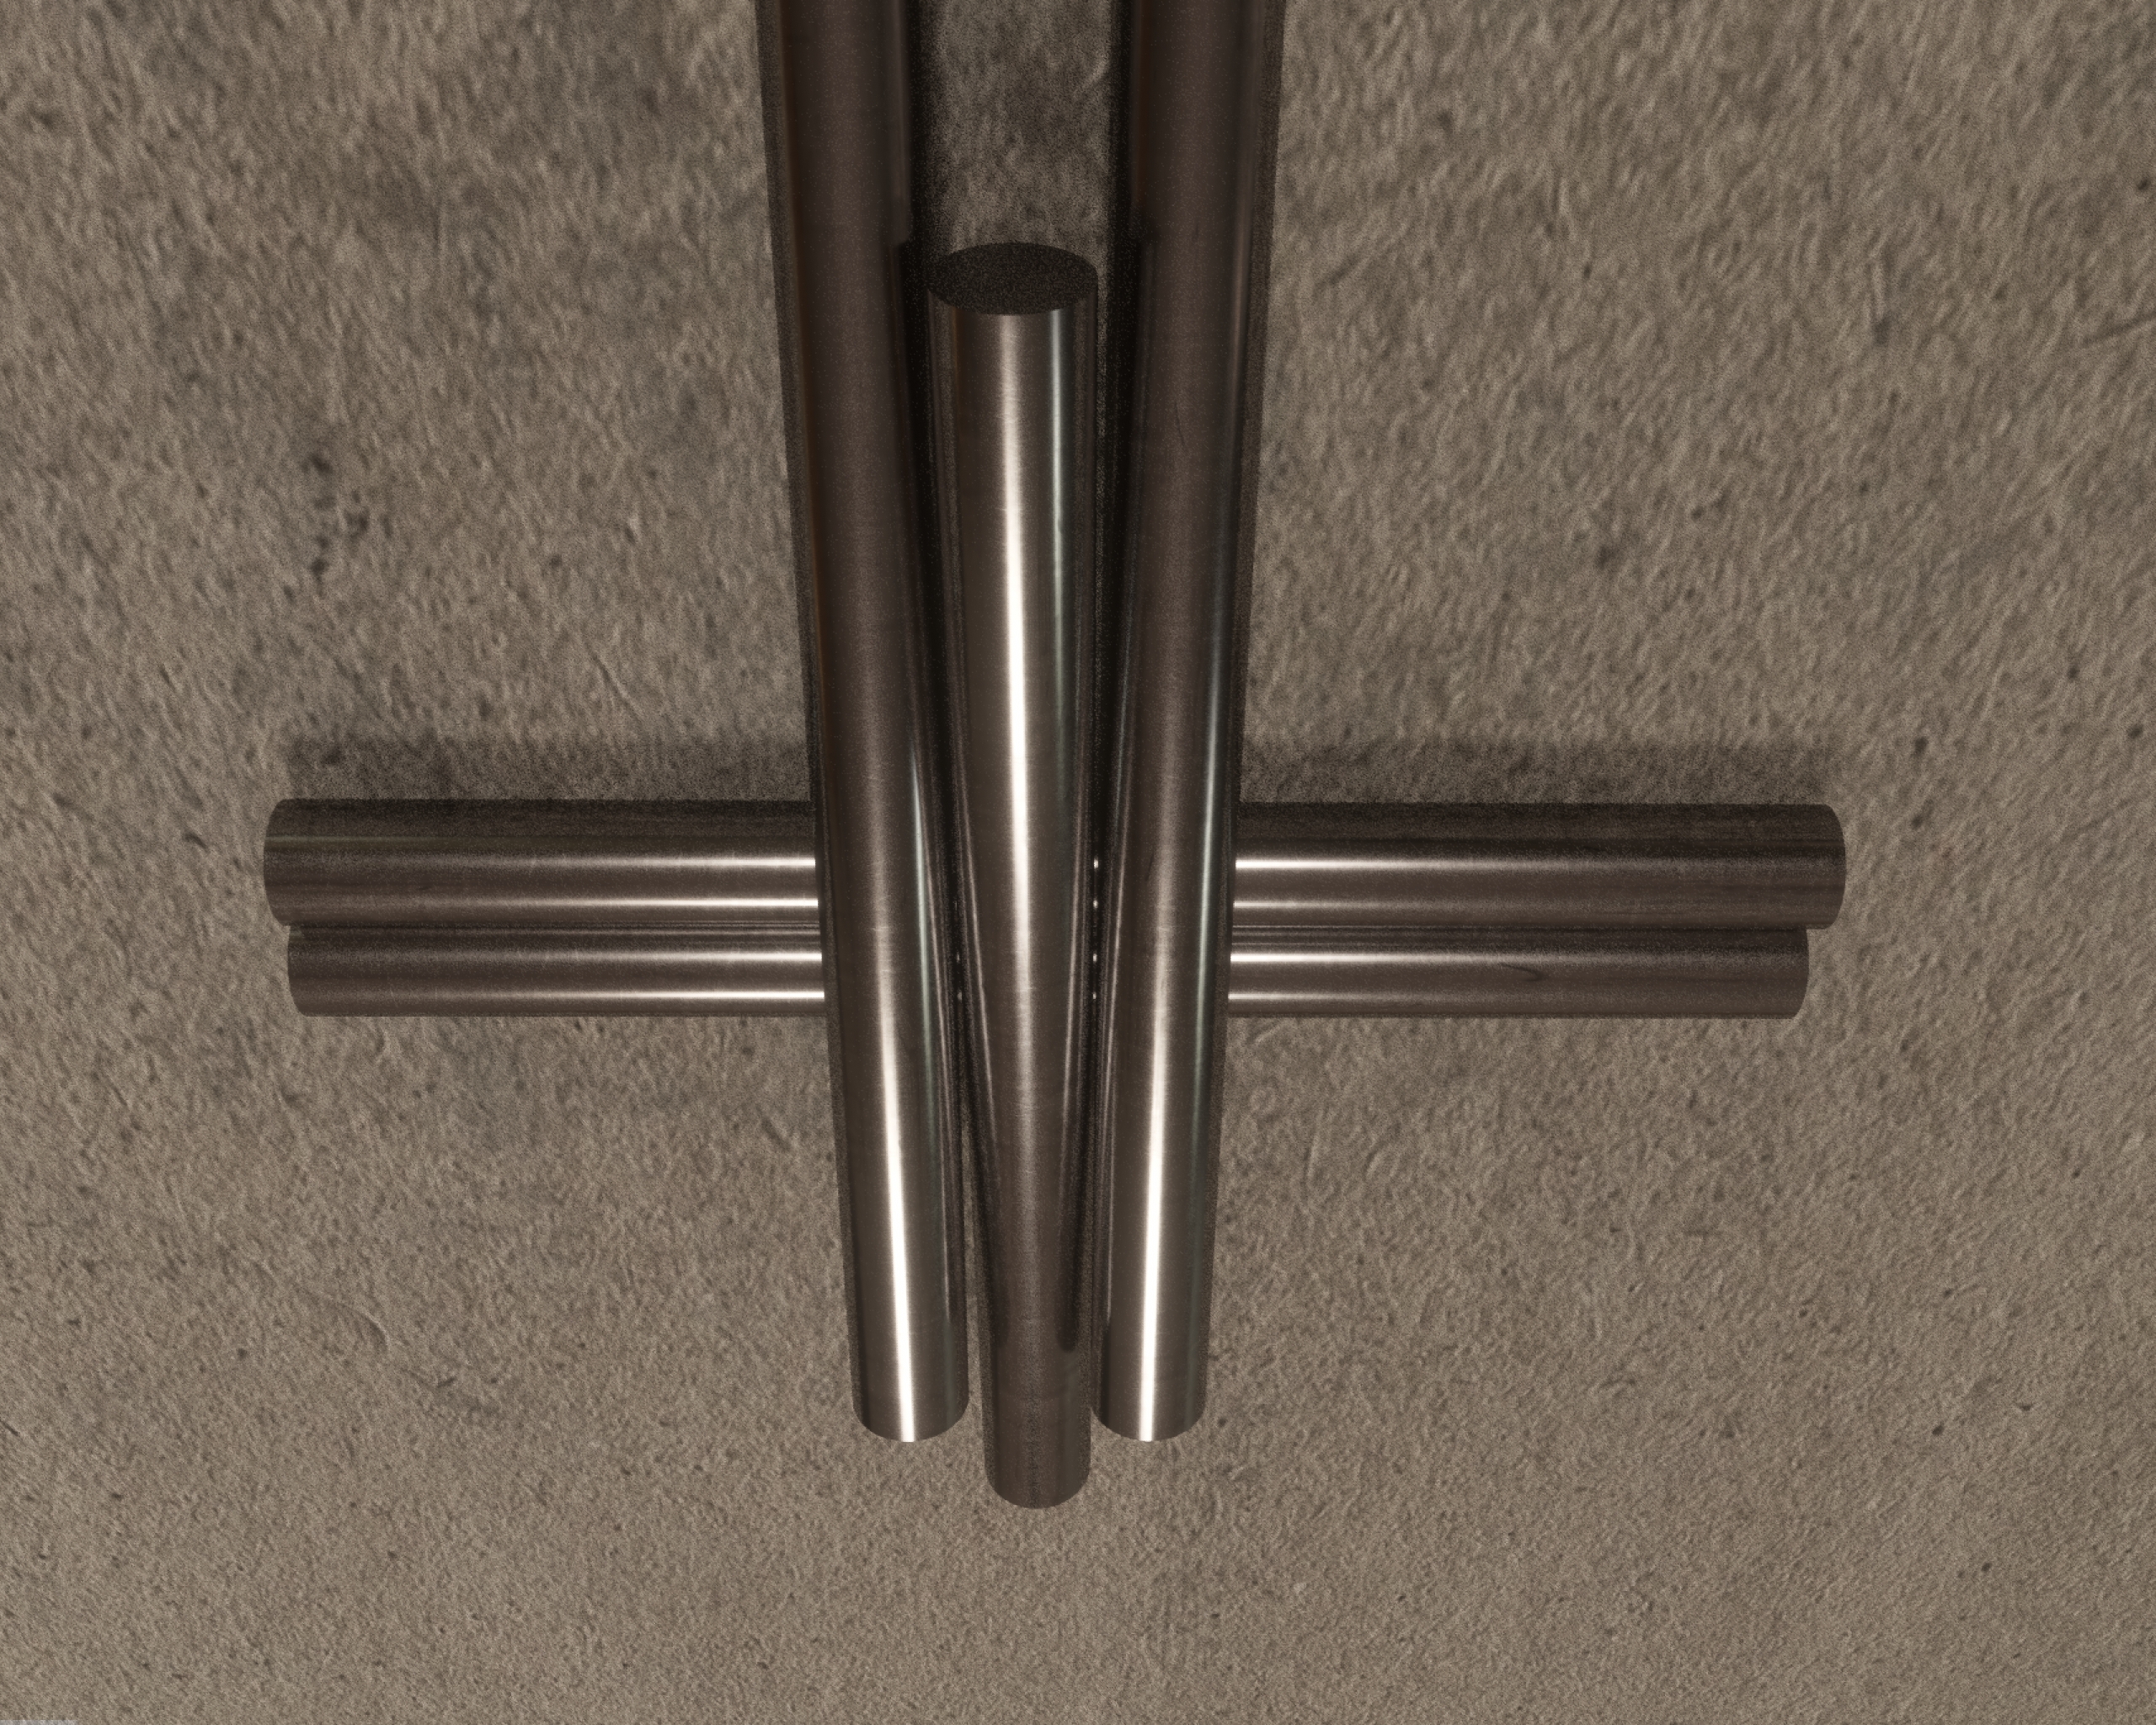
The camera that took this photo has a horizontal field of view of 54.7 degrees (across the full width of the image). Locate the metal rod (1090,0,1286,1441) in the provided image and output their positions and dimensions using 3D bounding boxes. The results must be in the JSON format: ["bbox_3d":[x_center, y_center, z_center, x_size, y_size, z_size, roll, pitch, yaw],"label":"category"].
[{"bbox_3d":[0.016,-0.010,0.372,0.025,0.025,0.298,0,122,-1],"label":"metal rod"}]

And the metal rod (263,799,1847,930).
[{"bbox_3d":[-0.003,0.000,0.410,0.302,0.025,0.025,0,130,-1],"label":"metal rod"}]

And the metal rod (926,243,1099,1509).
[{"bbox_3d":[-0.010,0.029,0.400,0.025,0.025,0.298,0,130,0],"label":"metal rod"}]

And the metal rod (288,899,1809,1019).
[{"bbox_3d":[-0.005,0.019,0.426,0.302,0.025,0.025,0,130,-1],"label":"metal rod"}]

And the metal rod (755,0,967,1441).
[{"bbox_3d":[-0.035,-0.010,0.372,0.025,0.025,0.298,0,122,-1],"label":"metal rod"}]
